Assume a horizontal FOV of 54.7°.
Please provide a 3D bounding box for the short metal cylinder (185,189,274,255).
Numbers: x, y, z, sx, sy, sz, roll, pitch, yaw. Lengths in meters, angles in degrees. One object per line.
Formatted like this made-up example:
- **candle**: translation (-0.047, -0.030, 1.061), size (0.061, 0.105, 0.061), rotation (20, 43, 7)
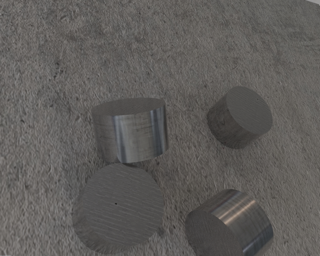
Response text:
- **short metal cylinder**: translation (0.074, 0.114, 0.338), size (0.050, 0.080, 0.080), rotation (-23, 74, -36)

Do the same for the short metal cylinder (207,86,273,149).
- **short metal cylinder**: translation (0.118, -0.015, 0.460), size (0.081, 0.050, 0.080), rotation (14, 56, -21)

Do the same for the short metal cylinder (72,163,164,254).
- **short metal cylinder**: translation (-0.043, 0.082, 0.314), size (0.081, 0.050, 0.080), rotation (14, 56, -21)

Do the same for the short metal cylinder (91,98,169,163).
- **short metal cylinder**: translation (-0.032, -0.001, 0.343), size (0.081, 0.080, 0.050), rotation (-17, 111, -35)
